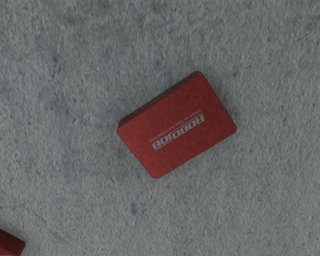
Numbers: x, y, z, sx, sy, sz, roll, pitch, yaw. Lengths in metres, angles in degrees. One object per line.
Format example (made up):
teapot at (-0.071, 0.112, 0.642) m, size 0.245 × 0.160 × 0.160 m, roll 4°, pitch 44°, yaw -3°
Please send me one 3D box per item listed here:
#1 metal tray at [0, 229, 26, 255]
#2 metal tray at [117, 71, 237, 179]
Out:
metal tray at (-0.284, 0.209, 0.480) m, size 0.090 × 0.030 × 0.130 m, roll 35°, pitch 106°, yaw -13°
metal tray at (0.021, -0.002, 0.407) m, size 0.130 × 0.030 × 0.090 m, roll -33°, pitch 107°, yaw 11°
